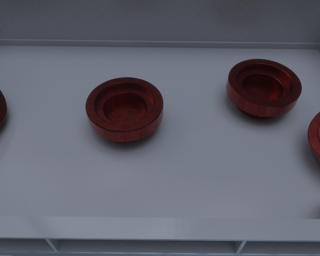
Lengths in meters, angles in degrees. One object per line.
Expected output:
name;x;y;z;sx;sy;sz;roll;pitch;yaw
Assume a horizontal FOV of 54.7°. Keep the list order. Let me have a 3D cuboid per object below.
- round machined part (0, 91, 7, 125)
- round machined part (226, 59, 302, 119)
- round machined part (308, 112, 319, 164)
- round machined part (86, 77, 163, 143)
round machined part;-0.253;-0.029;0.392;0.042;0.098;0.098;-32;46;25
round machined part;0.143;-0.051;0.439;0.099;0.042;0.098;0;50;0
round machined part;0.232;0.016;0.367;0.098;0.042;0.098;-18;46;20
round machined part;-0.045;-0.019;0.410;0.099;0.042;0.098;0;50;0
